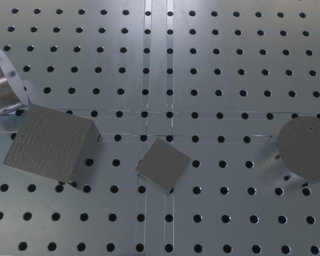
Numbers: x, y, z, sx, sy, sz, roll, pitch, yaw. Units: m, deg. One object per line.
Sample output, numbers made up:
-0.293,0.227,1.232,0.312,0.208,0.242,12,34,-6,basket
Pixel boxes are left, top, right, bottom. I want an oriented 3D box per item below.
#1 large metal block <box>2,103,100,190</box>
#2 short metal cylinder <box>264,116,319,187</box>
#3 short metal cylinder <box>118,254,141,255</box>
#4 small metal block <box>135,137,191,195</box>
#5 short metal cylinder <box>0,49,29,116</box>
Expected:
-0.131,0.024,0.389,0.080,0.050,0.080,15,71,5,large metal block
0.179,0.031,0.388,0.081,0.050,0.080,0,70,0,short metal cylinder
-0.036,0.179,0.333,0.081,0.050,0.080,0,70,0,short metal cylinder
0.004,0.048,0.394,0.050,0.025,0.050,32,73,11,small metal block
-0.215,-0.056,0.401,0.050,0.080,0.080,-24,72,-8,short metal cylinder
